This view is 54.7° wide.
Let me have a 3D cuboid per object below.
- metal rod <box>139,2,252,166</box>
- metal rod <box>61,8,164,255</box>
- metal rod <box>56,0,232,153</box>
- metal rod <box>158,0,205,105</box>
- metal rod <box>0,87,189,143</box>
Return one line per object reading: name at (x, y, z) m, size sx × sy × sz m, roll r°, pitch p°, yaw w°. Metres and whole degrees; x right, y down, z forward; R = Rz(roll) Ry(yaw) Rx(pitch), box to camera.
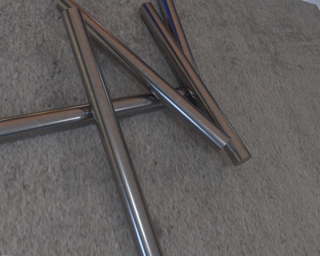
metal rod at (0.041, -0.078, 0.453) m, size 0.025 × 0.025 × 0.299 m, roll -11°, pitch 61°, yaw -33°
metal rod at (-0.057, 0.000, 0.346) m, size 0.025 × 0.025 × 0.299 m, roll -13°, pitch 77°, yaw -34°
metal rod at (-0.028, -0.078, 0.411) m, size 0.300 × 0.025 × 0.025 m, roll 43°, pitch 50°, yaw 11°
metal rod at (0.037, -0.126, 0.502) m, size 0.025 × 0.025 × 0.299 m, roll -1°, pitch 62°, yaw -29°
metal rod at (-0.087, -0.017, 0.367) m, size 0.303 × 0.025 × 0.025 m, roll -14°, pitch 70°, yaw -34°
